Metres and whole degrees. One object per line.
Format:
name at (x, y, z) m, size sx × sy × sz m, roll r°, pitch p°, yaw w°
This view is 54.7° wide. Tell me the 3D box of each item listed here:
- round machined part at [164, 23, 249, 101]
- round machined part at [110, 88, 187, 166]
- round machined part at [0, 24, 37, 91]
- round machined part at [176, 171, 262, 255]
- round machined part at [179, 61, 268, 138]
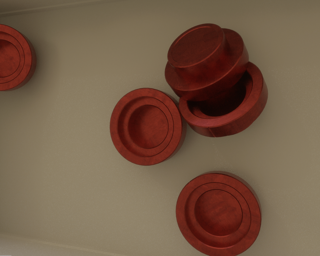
round machined part at (0.048, -0.082, 0.358) m, size 0.098 × 0.042 × 0.098 m, roll -19°, pitch 47°, yaw 22°
round machined part at (-0.012, -0.002, 0.406) m, size 0.098 × 0.042 × 0.097 m, roll 0°, pitch 90°, yaw 20°
round machined part at (-0.239, -0.105, 0.473) m, size 0.099 × 0.042 × 0.097 m, roll 0°, pitch 95°, yaw -4°
round machined part at (0.072, 0.100, 0.376) m, size 0.098 × 0.042 × 0.097 m, roll 0°, pitch 90°, yaw 20°
round machined part at (0.075, -0.030, 0.358) m, size 0.098 × 0.042 × 0.098 m, roll -19°, pitch 47°, yaw 22°
